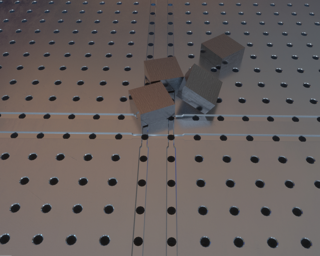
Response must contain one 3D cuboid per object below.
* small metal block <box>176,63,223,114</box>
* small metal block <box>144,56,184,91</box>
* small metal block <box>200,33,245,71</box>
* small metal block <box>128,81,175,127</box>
[{"bbox_3d":[0.057,-0.056,0.442,0.050,0.025,0.050,32,52,-10],"label":"small metal block"},{"bbox_3d":[0.005,-0.082,0.477,0.050,0.025,0.050,-10,51,-9],"label":"small metal block"},{"bbox_3d":[0.103,-0.127,0.515,0.050,0.025,0.050,-29,56,-22],"label":"small metal block"},{"bbox_3d":[-0.012,-0.035,0.437,0.050,0.025,0.050,-17,52,-14],"label":"small metal block"}]
